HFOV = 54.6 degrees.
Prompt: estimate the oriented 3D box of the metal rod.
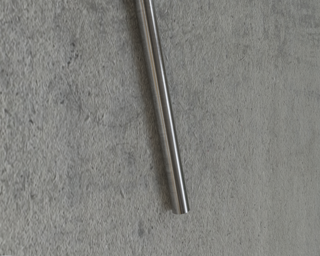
[{"bbox_3d":[0.003,-0.032,0.405,0.025,0.025,0.298,-17,101,-39],"label":"metal rod"}]
